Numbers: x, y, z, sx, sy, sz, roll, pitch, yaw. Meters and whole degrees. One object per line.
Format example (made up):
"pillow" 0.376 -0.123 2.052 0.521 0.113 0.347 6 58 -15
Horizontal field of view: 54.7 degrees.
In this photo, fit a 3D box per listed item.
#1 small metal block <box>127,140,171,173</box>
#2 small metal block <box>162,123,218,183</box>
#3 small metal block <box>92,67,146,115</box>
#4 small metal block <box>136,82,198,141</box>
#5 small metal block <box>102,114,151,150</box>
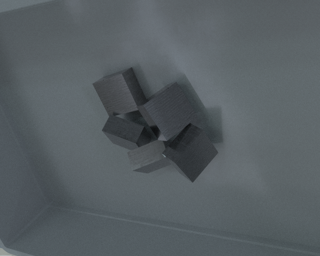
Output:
"small metal block" -0.007 0.038 0.406 0.050 0.050 0.025 -23 71 15
"small metal block" 0.038 0.030 0.376 0.025 0.050 0.050 32 166 46
"small metal block" -0.052 -0.046 0.406 0.050 0.025 0.050 -12 113 32
"small metal block" 0.009 -0.020 0.371 0.050 0.050 0.025 57 161 -13
"small metal block" -0.044 0.010 0.421 0.050 0.025 0.050 19 162 16
